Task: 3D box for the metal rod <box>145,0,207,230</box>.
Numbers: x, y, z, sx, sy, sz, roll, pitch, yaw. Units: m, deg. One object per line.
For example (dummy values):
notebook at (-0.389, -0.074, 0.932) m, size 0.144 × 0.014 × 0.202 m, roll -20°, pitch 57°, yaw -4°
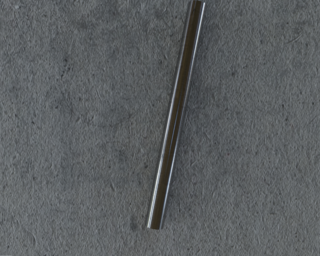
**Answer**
metal rod at (0.021, -0.017, 0.410) m, size 0.025 × 0.025 × 0.299 m, roll 11°, pitch 90°, yaw 0°
